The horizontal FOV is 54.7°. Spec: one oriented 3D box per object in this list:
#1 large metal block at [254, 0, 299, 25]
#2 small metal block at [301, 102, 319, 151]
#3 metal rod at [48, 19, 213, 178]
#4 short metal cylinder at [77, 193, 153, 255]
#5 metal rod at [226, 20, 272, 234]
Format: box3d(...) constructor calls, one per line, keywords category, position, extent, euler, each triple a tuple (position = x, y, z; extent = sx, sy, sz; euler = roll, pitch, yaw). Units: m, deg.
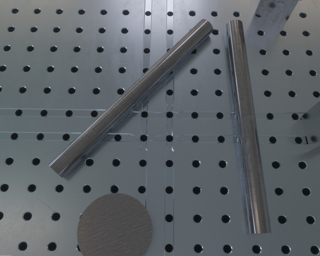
box3d(category="large metal block", position=(0.190, -0.219, 0.464), extent=(0.050, 0.080, 0.080), euler=(24, 72, 8))
box3d(category="small metal block", position=(0.212, -0.002, 0.401), extent=(0.025, 0.050, 0.050), euler=(-5, 70, -2))
box3d(category="metal rod", position=(-0.031, -0.050, 0.429), extent=(0.025, 0.025, 0.301), euler=(41, 75, 13))
box3d(category="short metal cylinder", position=(-0.048, 0.118, 0.355), extent=(0.081, 0.050, 0.080), euler=(0, 70, 0))
box3d(category="metal rod", position=(0.116, -0.016, 0.418), extent=(0.025, 0.025, 0.299), euler=(-1, 70, -1))
